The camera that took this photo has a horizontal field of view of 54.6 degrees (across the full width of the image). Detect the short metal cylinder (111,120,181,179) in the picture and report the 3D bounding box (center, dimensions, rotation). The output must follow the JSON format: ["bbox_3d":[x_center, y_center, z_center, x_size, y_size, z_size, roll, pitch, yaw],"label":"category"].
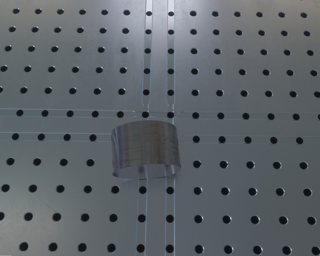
[{"bbox_3d":[-0.017,0.029,0.372,0.080,0.080,0.050,-5,70,-2],"label":"short metal cylinder"}]
